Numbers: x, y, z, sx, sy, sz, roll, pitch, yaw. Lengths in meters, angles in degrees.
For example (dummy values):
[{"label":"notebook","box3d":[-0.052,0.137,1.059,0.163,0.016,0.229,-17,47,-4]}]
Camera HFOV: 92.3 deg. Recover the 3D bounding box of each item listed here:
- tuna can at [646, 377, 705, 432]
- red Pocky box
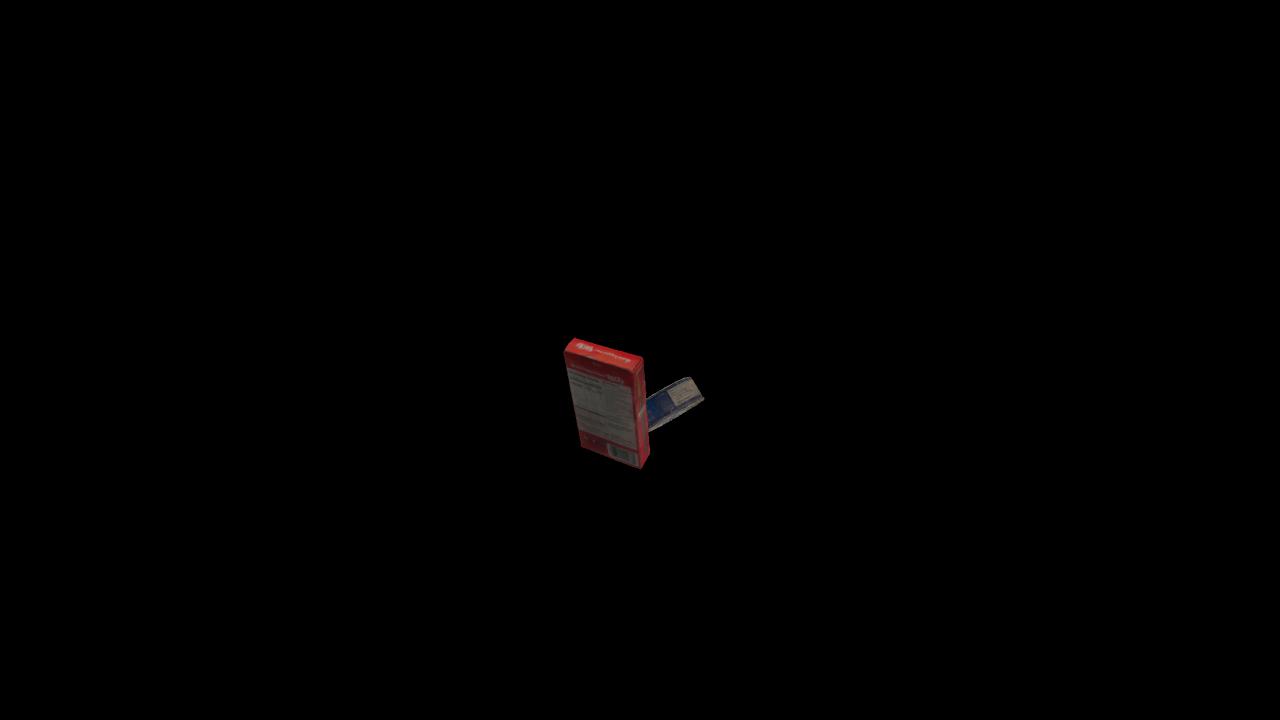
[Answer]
[{"label":"tuna can","box3d":[0.034,0.054,0.749,0.084,0.034,0.084,-30,-9,-5]},{"label":"red Pocky box","box3d":[-0.033,0.049,0.664,0.083,0.155,0.028,18,47,22]}]
